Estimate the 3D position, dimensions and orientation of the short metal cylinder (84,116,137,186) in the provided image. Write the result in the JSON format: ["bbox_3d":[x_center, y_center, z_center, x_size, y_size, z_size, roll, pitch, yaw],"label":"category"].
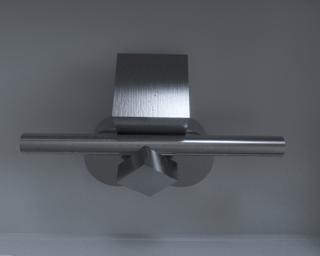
[{"bbox_3d":[-0.054,0.029,0.407,0.081,0.050,0.079,0,110,-1],"label":"short metal cylinder"}]

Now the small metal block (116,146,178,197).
[{"bbox_3d":[-0.015,0.053,0.364,0.050,0.025,0.050,30,130,-30],"label":"small metal block"}]

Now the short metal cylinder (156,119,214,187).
[{"bbox_3d":[0.027,0.030,0.408,0.081,0.050,0.079,0,110,-1],"label":"short metal cylinder"}]

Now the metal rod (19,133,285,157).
[{"bbox_3d":[-0.008,0.020,0.364,0.302,0.025,0.025,1,110,-1],"label":"metal rod"}]

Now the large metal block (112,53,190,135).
[{"bbox_3d":[-0.009,-0.038,0.360,0.081,0.050,0.080,1,67,-1],"label":"large metal block"}]
